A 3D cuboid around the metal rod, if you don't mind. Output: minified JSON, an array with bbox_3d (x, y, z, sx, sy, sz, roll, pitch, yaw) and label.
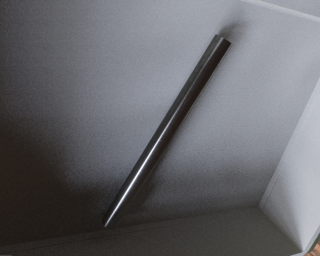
[{"bbox_3d":[0.002,0.015,0.415,0.025,0.025,0.299,22,107,-36],"label":"metal rod"}]
